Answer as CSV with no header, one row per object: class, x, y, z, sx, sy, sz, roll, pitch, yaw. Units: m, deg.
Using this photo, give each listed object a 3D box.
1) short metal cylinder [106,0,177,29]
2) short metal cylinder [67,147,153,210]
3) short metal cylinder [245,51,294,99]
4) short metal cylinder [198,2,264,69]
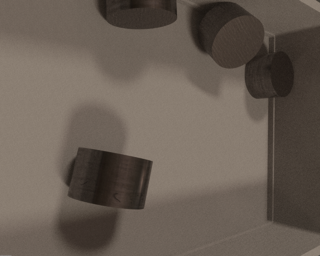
short metal cylinder,-0.022,-0.149,0.354,0.081,0.080,0.050,-5,94,-40
short metal cylinder,-0.052,0.053,0.329,0.080,0.080,0.050,18,79,-39
short metal cylinder,0.198,-0.094,0.560,0.081,0.050,0.079,0,90,-40
short metal cylinder,0.103,-0.134,0.452,0.081,0.050,0.079,-12,134,-13
